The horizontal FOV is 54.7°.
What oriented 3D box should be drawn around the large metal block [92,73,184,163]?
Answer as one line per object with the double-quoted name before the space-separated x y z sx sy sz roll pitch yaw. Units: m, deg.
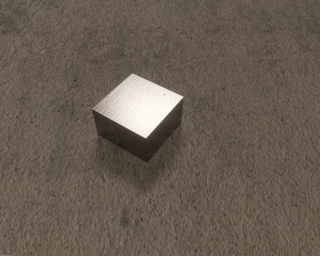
"large metal block" -0.026 -0.015 0.399 0.080 0.050 0.080 28 55 21
